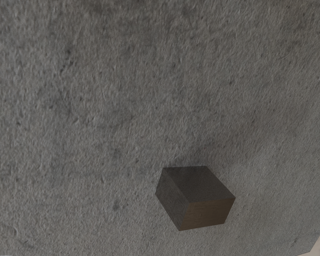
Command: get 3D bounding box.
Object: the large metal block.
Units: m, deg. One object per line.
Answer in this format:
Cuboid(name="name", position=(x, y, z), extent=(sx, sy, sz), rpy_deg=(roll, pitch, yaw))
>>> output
Cuboid(name="large metal block", position=(0.050, 0.101, 0.464), extent=(0.081, 0.080, 0.050), rpy_deg=(2, 118, -30))
